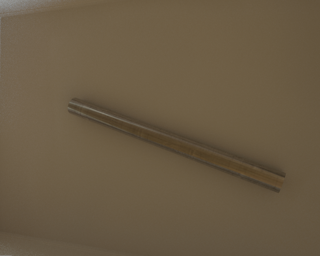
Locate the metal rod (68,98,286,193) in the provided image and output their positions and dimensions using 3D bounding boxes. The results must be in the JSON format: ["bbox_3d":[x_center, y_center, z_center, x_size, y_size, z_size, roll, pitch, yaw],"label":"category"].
[{"bbox_3d":[0.007,0.016,0.406,0.301,0.025,0.025,20,97,19],"label":"metal rod"}]
